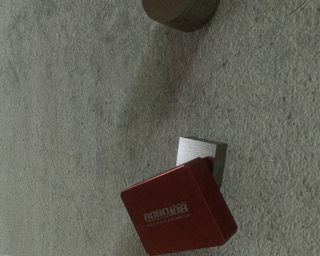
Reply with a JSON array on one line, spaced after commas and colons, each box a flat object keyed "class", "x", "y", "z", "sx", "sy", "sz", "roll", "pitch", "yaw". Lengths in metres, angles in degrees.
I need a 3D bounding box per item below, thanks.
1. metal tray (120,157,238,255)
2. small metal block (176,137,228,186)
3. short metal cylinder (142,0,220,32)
[{"class": "metal tray", "x": 0.016, "y": 0.097, "z": 0.368, "sx": 0.130, "sy": 0.030, "sz": 0.090, "roll": -30, "pitch": 83, "yaw": 43}, {"class": "small metal block", "x": 0.048, "y": 0.039, "z": 0.366, "sx": 0.050, "sy": 0.025, "sz": 0.050, "roll": 11, "pitch": 97, "yaw": 39}, {"class": "short metal cylinder", "x": 0.025, "y": -0.160, "z": 0.368, "sx": 0.080, "sy": 0.050, "sz": 0.080, "roll": 0, "pitch": 90, "yaw": 40}]
